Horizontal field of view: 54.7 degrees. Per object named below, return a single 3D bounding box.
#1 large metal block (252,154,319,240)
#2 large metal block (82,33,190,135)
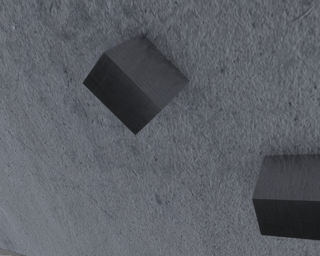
[{"bbox_3d":[0.152,0.071,0.335,0.080,0.080,0.050,-5,116,30],"label":"large metal block"},{"bbox_3d":[-0.024,-0.052,0.352,0.080,0.080,0.050,45,129,-3],"label":"large metal block"}]
